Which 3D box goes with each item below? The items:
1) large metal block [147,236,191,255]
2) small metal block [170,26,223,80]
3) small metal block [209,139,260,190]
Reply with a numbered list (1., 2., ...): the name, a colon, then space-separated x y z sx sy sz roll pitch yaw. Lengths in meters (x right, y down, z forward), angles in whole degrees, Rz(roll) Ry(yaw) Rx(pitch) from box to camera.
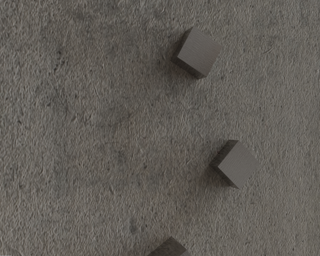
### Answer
1. large metal block: 0.012 0.205 0.402 0.080 0.050 0.080 -33 101 -17
2. small metal block: 0.050 -0.103 0.429 0.050 0.025 0.050 30 80 -18
3. small metal block: 0.109 0.052 0.451 0.050 0.025 0.050 45 76 -15
